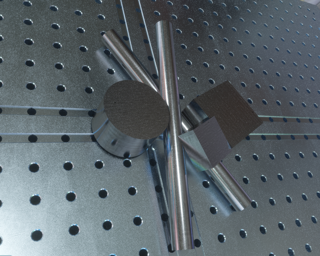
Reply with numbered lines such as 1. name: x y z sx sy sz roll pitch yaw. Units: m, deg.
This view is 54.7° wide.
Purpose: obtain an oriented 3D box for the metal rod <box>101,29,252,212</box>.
1. metal rod: 0.018 -0.015 0.423 0.025 0.025 0.300 -32 80 -38

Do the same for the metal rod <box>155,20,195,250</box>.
1. metal rod: 0.015 -0.007 0.391 0.025 0.025 0.299 6 67 -25

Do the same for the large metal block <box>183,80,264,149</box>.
1. large metal block: 0.085 -0.011 0.439 0.081 0.050 0.080 -31 79 -38

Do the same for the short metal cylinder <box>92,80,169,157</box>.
1. short metal cylinder: -0.036 -0.011 0.375 0.081 0.050 0.080 14 56 -21

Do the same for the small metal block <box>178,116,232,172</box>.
1. small metal block: 0.057 0.019 0.382 0.050 0.025 0.050 -30 93 -46
